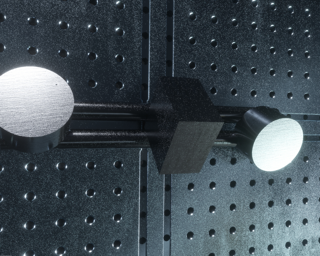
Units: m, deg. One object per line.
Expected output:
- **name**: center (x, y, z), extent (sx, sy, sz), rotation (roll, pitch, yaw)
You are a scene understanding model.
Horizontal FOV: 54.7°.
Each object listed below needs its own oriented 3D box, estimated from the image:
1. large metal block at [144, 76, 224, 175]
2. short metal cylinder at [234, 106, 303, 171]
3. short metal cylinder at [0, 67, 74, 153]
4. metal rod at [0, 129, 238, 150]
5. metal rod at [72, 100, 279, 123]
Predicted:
- **large metal block**: center (0.023, -0.003, 0.360), extent (0.050, 0.080, 0.079), rotation (1, 132, -20)
- **short metal cylinder**: center (0.152, 0.014, 0.441), extent (0.081, 0.050, 0.079), rotation (-8, 115, -16)
- **short metal cylinder**: center (-0.136, -0.019, 0.334), extent (0.081, 0.050, 0.080), rotation (8, 65, -17)
- **metal rod**: center (-0.035, 0.014, 0.399), extent (0.302, 0.025, 0.025), rotation (1, 90, -20)
- **metal rod**: center (0.035, -0.020, 0.425), extent (0.302, 0.025, 0.025), rotation (1, 90, -20)
